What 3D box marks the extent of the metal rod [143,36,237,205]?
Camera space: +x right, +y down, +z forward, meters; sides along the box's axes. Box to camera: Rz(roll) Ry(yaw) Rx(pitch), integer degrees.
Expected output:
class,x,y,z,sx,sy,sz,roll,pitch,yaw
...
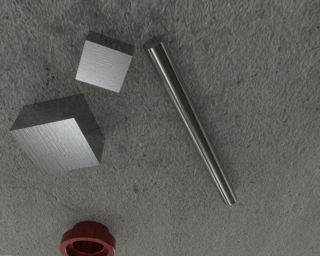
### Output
class,x,y,z,sx,sy,sz,roll,pitch,yaw
metal rod,0.054,0.013,0.418,0.025,0.025,0.299,-19,128,15

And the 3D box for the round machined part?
class,x,y,z,sx,sy,sz,roll,pitch,yaw
round machined part,-0.131,0.208,0.572,0.099,0.042,0.097,-1,130,0

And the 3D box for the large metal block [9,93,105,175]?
class,x,y,z,sx,sy,sz,roll,pitch,yaw
large metal block,-0.126,0.009,0.397,0.080,0.050,0.080,-11,130,9

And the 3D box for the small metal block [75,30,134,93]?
class,x,y,z,sx,sy,sz,roll,pitch,yaw
small metal block,-0.061,-0.073,0.344,0.050,0.025,0.050,17,128,-14
